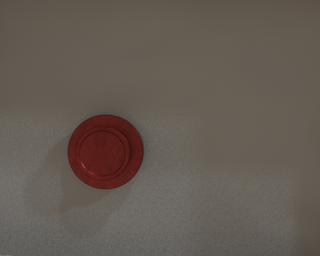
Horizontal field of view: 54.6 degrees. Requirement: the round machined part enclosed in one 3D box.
[{"bbox_3d":[-0.071,0.031,0.402,0.099,0.042,0.097,0,90,0],"label":"round machined part"}]
